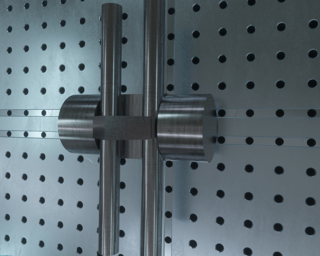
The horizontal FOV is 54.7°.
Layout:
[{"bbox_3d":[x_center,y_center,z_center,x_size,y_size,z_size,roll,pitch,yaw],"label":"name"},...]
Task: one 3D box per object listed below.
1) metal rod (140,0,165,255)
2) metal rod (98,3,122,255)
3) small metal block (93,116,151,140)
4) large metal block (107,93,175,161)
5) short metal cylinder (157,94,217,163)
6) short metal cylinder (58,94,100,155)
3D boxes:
[{"bbox_3d":[-0.008,0.000,0.359,0.025,0.025,0.298,1,90,20],"label":"metal rod"},{"bbox_3d":[-0.060,0.002,0.377,0.025,0.025,0.298,1,90,20],"label":"metal rod"},{"bbox_3d":[-0.043,0.000,0.344,0.050,0.050,0.025,2,92,64],"label":"small metal block"},{"bbox_3d":[-0.022,-0.002,0.403,0.080,0.050,0.079,1,90,20],"label":"large metal block"},{"bbox_3d":[0.035,0.000,0.367,0.050,0.080,0.079,1,90,21],"label":"short metal cylinder"},{"bbox_3d":[-0.089,-0.005,0.411,0.050,0.080,0.079,2,91,20],"label":"short metal cylinder"}]
